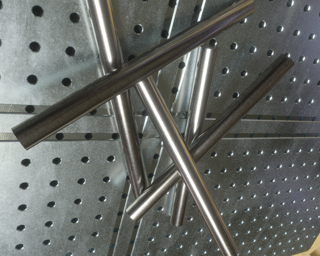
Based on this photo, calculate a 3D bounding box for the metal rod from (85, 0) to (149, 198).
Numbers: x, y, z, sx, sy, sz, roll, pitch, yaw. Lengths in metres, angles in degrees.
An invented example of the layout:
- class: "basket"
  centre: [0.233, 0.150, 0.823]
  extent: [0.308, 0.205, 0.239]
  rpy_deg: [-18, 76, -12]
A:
- class: "metal rod"
  centre: [-0.044, -0.022, 0.374]
  extent: [0.025, 0.025, 0.298]
  rpy_deg: [-21, 127, -17]

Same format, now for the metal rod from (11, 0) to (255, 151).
- class: "metal rod"
  centre: [-0.012, -0.070, 0.334]
  extent: [0.302, 0.025, 0.025]
  rpy_deg: [-34, 130, -17]

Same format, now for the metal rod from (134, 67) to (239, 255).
- class: "metal rod"
  centre: [0.037, 0.055, 0.402]
  extent: [0.025, 0.025, 0.299]
  rpy_deg: [-31, 109, -9]

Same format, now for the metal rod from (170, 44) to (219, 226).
- class: "metal rod"
  centre: [0.045, 0.029, 0.455]
  extent: [0.025, 0.025, 0.298]
  rpy_deg: [-8, 122, -25]

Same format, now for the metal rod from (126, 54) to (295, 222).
- class: "metal rod"
  centre: [0.067, 0.015, 0.425]
  extent: [0.300, 0.025, 0.025]
  rpy_deg: [-45, 130, 3]
